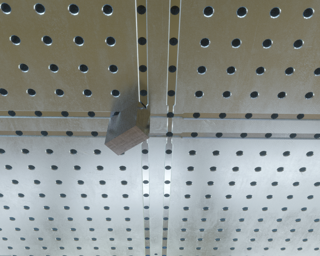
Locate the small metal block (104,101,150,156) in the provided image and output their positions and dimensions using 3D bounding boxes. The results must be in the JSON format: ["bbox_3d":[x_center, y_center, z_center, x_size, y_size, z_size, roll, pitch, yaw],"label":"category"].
[{"bbox_3d":[-0.040,0.000,0.395,0.050,0.050,0.025,-30,124,23],"label":"small metal block"}]
